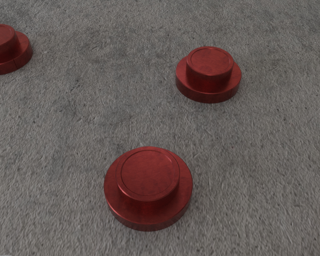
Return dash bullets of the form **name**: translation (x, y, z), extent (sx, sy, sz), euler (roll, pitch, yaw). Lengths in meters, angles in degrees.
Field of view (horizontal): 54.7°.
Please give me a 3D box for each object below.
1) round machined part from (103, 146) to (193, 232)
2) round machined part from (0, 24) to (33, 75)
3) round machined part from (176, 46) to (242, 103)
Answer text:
- **round machined part**: translation (-0.013, 0.059, 0.342), extent (0.099, 0.042, 0.098), euler (0, 50, 0)
- **round machined part**: translation (-0.263, -0.132, 0.501), extent (0.099, 0.042, 0.098), euler (0, 50, 0)
- **round machined part**: translation (0.073, -0.086, 0.465), extent (0.099, 0.042, 0.098), euler (0, 50, 0)
